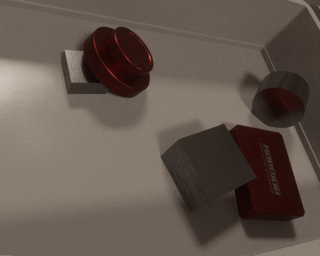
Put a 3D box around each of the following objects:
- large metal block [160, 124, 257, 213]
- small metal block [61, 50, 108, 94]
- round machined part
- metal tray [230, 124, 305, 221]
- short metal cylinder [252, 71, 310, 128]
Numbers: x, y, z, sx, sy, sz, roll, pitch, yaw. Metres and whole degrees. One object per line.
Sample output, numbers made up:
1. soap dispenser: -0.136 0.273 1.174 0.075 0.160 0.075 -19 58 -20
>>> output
1. large metal block: 0.061 0.049 0.394 0.081 0.050 0.080 -17 71 -35
2. small metal block: -0.095 -0.071 0.399 0.050 0.025 0.050 -4 64 -30
3. round machined part: -0.046 -0.092 0.404 0.098 0.042 0.098 36 37 -33
4. metal tray: 0.148 0.064 0.446 0.091 0.030 0.130 10 57 -23
5. short metal cylinder: 0.198 -0.046 0.508 0.080 0.080 0.050 38 51 -3
